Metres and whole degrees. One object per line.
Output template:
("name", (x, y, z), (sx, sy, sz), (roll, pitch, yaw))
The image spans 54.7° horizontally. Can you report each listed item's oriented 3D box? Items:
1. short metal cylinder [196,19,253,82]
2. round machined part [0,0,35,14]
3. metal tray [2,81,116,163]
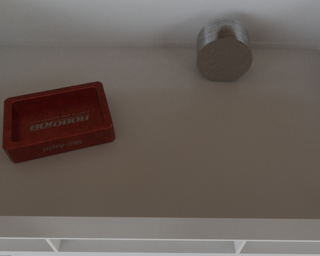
("short metal cylinder", (0.096, -0.116, 0.468), (0.080, 0.080, 0.050), (4, 50, 3))
("round machined part", (-0.306, -0.274, 0.623), (0.099, 0.042, 0.098), (0, 50, 0))
("metal tray", (-0.133, -0.011, 0.409), (0.131, 0.030, 0.090), (-13, 51, -11))
